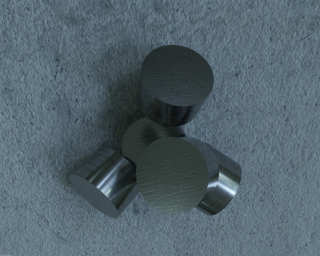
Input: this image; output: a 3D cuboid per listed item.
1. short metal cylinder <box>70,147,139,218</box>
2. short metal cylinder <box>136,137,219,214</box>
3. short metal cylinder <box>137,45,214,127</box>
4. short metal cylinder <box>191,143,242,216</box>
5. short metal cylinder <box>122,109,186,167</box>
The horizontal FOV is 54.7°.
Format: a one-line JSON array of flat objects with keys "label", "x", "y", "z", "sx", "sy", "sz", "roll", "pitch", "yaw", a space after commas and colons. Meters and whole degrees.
[{"label": "short metal cylinder", "x": -0.069, "y": 0.071, "z": 0.401, "sx": 0.080, "sy": 0.050, "sz": 0.080, "roll": 27, "pitch": 146, "yaw": 21}, {"label": "short metal cylinder", "x": 0.021, "y": 0.050, "z": 0.345, "sx": 0.080, "sy": 0.050, "sz": 0.080, "roll": -1, "pitch": 88, "yaw": 22}, {"label": "short metal cylinder", "x": 0.016, "y": -0.048, "z": 0.357, "sx": 0.080, "sy": 0.080, "sz": 0.050, "roll": 13, "pitch": 153, "yaw": -5}, {"label": "short metal cylinder", "x": 0.060, "y": 0.067, "z": 0.406, "sx": 0.050, "sy": 0.080, "sz": 0.080, "roll": 33, "pitch": 107, "yaw": -12}, {"label": "short metal cylinder", "x": -0.007, "y": 0.015, "z": 0.403, "sx": 0.081, "sy": 0.050, "sz": 0.079, "roll": 0, "pitch": 110, "yaw": -1}]
